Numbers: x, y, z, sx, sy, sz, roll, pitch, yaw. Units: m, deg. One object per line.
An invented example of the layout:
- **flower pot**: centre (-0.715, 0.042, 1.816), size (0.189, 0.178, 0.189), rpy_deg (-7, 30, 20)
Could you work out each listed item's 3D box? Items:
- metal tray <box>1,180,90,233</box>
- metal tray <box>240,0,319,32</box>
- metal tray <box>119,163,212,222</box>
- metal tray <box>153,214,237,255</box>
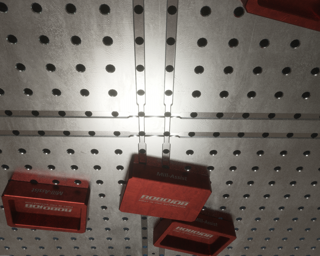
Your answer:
- **metal tray**: centre (-0.187, 0.135, 0.520), size (0.131, 0.030, 0.089), rpy_deg (8, 130, -8)
- **metal tray**: centre (0.138, -0.160, 0.273), size (0.091, 0.030, 0.129), rpy_deg (11, 129, -10)
- **metal tray**: centre (0.006, 0.106, 0.499), size (0.131, 0.030, 0.089), rpy_deg (11, 129, -10)
- **metal tray**: centre (0.063, 0.198, 0.578), size (0.131, 0.030, 0.089), rpy_deg (18, 128, -16)
